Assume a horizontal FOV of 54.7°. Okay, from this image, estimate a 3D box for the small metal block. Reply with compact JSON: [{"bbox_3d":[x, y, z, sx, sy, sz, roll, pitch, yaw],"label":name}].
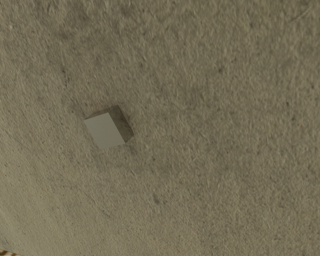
[{"bbox_3d":[-0.073,0.000,0.443,0.050,0.025,0.050,-14,111,33],"label":"small metal block"}]
